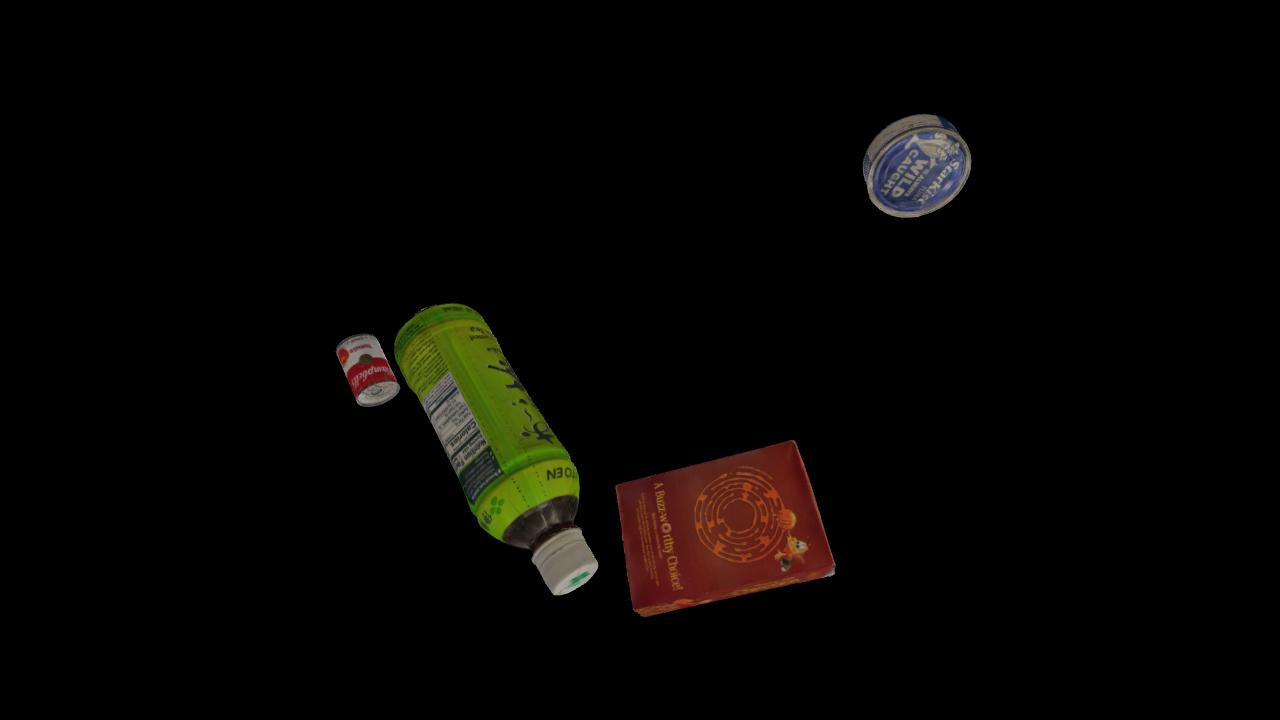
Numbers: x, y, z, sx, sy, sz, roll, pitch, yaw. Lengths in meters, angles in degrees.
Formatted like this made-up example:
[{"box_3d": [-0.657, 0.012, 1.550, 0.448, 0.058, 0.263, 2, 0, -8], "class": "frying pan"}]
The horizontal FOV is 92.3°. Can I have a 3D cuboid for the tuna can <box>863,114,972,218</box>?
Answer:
[{"box_3d": [0.241, -0.170, 0.540, 0.084, 0.084, 0.034, 0, 44, 8], "class": "tuna can"}]

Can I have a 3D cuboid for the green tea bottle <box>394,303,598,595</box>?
[{"box_3d": [-0.093, 0.053, 0.399, 0.073, 0.073, 0.212, 0, 44, -45], "class": "green tea bottle"}]

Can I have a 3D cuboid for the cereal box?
[{"box_3d": [0.126, 0.263, 0.962, 0.306, 0.203, 0.081, -15, -33, 6], "class": "cereal box"}]

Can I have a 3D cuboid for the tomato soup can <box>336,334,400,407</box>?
[{"box_3d": [-0.436, 0.015, 0.985, 0.068, 0.101, 0.068, -28, -22, -13], "class": "tomato soup can"}]
